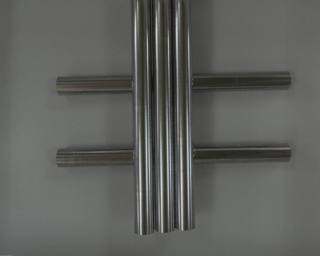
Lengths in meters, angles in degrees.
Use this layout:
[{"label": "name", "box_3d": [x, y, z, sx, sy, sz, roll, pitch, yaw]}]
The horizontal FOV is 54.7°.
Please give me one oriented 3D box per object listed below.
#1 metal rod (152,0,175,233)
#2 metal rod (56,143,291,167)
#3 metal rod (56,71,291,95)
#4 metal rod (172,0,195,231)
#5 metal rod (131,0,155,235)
[{"label": "metal rod", "box_3d": [0.004, -0.023, 0.384, 0.025, 0.025, 0.298, -1, 90, 0]}, {"label": "metal rod", "box_3d": [0.018, 0.036, 0.410, 0.302, 0.025, 0.025, -1, 90, 0]}, {"label": "metal rod", "box_3d": [0.018, -0.059, 0.410, 0.302, 0.025, 0.025, -1, 90, 0]}, {"label": "metal rod", "box_3d": [0.029, -0.026, 0.384, 0.025, 0.025, 0.298, -1, 90, 0]}, {"label": "metal rod", "box_3d": [-0.022, -0.021, 0.384, 0.025, 0.025, 0.298, -1, 90, 0]}]
